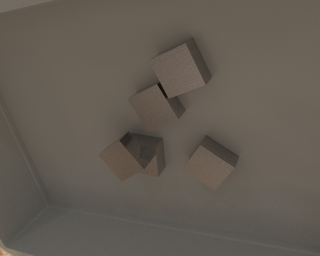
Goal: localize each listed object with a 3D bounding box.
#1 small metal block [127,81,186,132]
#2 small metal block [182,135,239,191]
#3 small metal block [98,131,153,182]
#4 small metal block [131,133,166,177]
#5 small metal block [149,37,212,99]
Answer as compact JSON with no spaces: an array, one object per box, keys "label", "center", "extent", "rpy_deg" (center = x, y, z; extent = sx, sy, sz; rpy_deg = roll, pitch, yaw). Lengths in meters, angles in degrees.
[{"label":"small metal block","center":[-0.004,-0.029,0.392],"extent":[0.050,0.025,0.050],"rpy_deg":[-22,107,36]},{"label":"small metal block","center":[0.065,0.045,0.401],"extent":[0.050,0.025,0.050],"rpy_deg":[34,129,5]},{"label":"small metal block","center":[-0.048,0.040,0.425],"extent":[0.050,0.025,0.050],"rpy_deg":[-33,100,38]},{"label":"small metal block","center":[-0.022,0.038,0.442],"extent":[0.050,0.025,0.050],"rpy_deg":[9,122,23]},{"label":"small metal block","center":[0.024,-0.068,0.353],"extent":[0.050,0.025,0.050],"rpy_deg":[-17,110,34]}]
